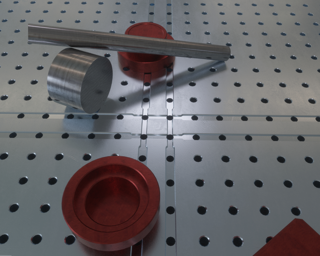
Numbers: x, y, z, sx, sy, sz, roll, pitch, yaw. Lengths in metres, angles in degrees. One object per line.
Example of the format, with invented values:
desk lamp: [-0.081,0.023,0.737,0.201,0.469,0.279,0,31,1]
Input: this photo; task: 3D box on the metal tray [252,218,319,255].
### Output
metal tray: [0.114,0.154,0.276,0.131,0.030,0.090,-29,56,-23]

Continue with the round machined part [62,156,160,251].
round machined part: [-0.049,0.081,0.328,0.099,0.042,0.098,0,50,0]

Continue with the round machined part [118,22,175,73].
round machined part: [-0.023,-0.139,0.514,0.099,0.042,0.098,0,50,0]

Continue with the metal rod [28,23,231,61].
metal rod: [-0.030,-0.123,0.456,0.303,0.025,0.025,0,48,-22]

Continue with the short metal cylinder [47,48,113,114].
short metal cylinder: [-0.107,-0.065,0.426,0.050,0.080,0.080,19,53,15]
